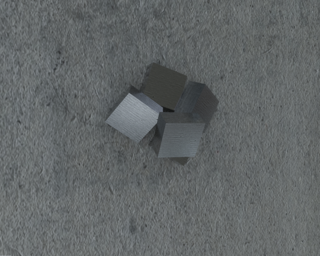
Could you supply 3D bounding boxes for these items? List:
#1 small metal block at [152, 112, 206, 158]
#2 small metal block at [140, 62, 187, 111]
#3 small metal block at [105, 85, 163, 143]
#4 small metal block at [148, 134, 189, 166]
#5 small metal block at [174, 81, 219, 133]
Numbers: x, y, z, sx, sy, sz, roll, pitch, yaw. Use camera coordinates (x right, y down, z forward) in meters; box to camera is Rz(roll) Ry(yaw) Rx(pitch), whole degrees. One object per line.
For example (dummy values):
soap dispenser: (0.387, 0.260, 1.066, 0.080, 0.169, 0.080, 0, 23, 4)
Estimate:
small metal block: (0.022, 0.009, 0.381, 0.050, 0.025, 0.050, 0, 123, -20)
small metal block: (0.003, -0.053, 0.413, 0.050, 0.025, 0.050, 18, 84, -20)
small metal block: (-0.032, -0.017, 0.387, 0.050, 0.025, 0.050, 35, 114, -18)
small metal block: (0.020, 0.016, 0.419, 0.050, 0.025, 0.050, 34, 79, -17)
small metal block: (0.050, -0.028, 0.418, 0.050, 0.025, 0.050, 38, 75, -51)
